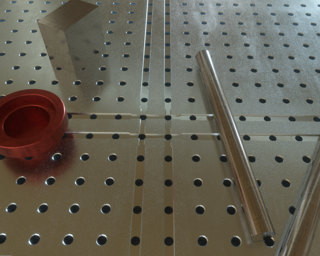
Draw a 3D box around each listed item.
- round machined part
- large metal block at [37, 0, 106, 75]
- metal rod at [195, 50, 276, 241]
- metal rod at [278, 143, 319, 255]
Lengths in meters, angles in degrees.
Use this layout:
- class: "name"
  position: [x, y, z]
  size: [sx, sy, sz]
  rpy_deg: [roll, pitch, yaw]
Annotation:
- class: "round machined part"
  position: [-0.167, -0.002, 0.396]
  size: [0.099, 0.042, 0.098]
  rpy_deg: [0, 50, 0]
- class: "large metal block"
  position: [-0.136, -0.145, 0.492]
  size: [0.050, 0.080, 0.080]
  rpy_deg: [24, 54, 18]
- class: "metal rod"
  position: [0.088, -0.003, 0.411]
  size: [0.025, 0.025, 0.300]
  rpy_deg: [-5, 50, -5]
- class: "metal rod"
  position: [0.160, 0.090, 0.333]
  size: [0.025, 0.025, 0.301]
  rpy_deg: [26, 54, 20]
